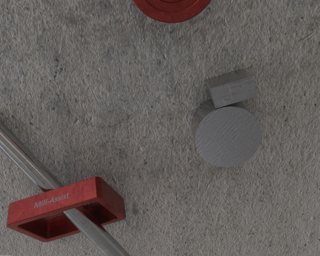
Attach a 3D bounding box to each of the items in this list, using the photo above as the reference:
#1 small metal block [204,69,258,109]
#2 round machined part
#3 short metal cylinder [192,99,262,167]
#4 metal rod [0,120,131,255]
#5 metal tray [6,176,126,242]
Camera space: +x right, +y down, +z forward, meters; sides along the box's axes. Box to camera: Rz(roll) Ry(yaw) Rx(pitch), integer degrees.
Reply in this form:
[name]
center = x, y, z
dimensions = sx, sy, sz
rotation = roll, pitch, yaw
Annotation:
[small metal block]
center = 0.085, -0.049, 0.379
dimensions = 0.050, 0.050, 0.025
rotation = -17, 109, 6
[round machined part]
center = 0.012, -0.167, 0.339
dimensions = 0.099, 0.042, 0.097
rotation = 0, 110, 0
[short metal cylinder]
center = 0.083, 0.004, 0.399
dimensions = 0.081, 0.050, 0.079
rotation = 0, 110, 0
[metal rod]
center = -0.130, 0.098, 0.421
dimensions = 0.025, 0.025, 0.300
rotation = -40, 97, 13
[metal tray]
center = -0.124, 0.115, 0.423
dimensions = 0.131, 0.030, 0.090
rotation = -18, 144, 6
